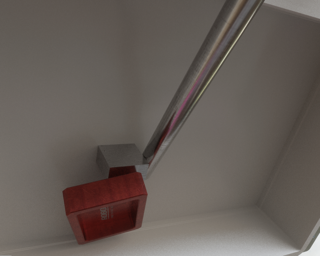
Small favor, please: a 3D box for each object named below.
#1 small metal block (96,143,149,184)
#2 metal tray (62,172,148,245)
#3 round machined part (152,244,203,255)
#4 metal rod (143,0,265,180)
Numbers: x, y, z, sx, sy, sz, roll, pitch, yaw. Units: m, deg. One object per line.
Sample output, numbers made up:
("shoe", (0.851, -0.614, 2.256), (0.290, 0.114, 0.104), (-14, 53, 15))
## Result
("small metal block", (-0.049, 0.044, 0.395), (0.050, 0.050, 0.025), (-2, 119, -28))
("metal tray", (-0.068, 0.107, 0.397), (0.091, 0.030, 0.129), (-11, 148, -15))
("round machined part", (0.028, 0.235, 0.535), (0.099, 0.042, 0.098), (-13, 154, -6))
("metal rod", (0.023, -0.023, 0.326), (0.025, 0.025, 0.298), (-5, 147, -26))
